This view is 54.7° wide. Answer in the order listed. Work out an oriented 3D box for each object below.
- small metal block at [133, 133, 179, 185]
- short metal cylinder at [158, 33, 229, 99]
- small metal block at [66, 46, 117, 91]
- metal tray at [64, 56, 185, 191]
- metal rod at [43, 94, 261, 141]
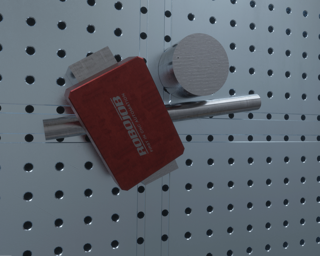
[{"bbox_3d":[-0.011,0.040,0.408,0.050,0.025,0.050,-25,99,-19],"label":"small metal block"},{"bbox_3d":[0.044,-0.081,0.416,0.081,0.050,0.079,0,90,-21],"label":"short metal cylinder"},{"bbox_3d":[-0.082,-0.070,0.369,0.050,0.050,0.025,-33,101,-17],"label":"small metal block"},{"bbox_3d":[-0.037,-0.005,0.356,0.091,0.030,0.129,-32,112,-17],"label":"metal tray"},{"bbox_3d":[0.005,-0.019,0.415,0.303,0.025,0.025,-8,93,-20],"label":"metal rod"}]
